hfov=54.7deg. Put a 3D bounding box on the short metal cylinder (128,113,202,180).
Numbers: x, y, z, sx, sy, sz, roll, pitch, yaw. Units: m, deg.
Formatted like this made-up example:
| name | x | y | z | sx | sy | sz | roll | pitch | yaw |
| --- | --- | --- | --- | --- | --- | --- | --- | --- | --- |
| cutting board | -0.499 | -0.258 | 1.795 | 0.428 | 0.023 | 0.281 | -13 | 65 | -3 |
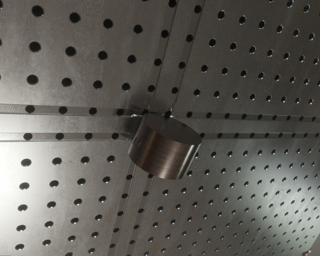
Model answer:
| name | x | y | z | sx | sy | sz | roll | pitch | yaw |
| --- | --- | --- | --- | --- | --- | --- | --- | --- | --- |
| short metal cylinder | 0.006 | 0.022 | 0.394 | 0.081 | 0.080 | 0.050 | 10 | 113 | -33 |
